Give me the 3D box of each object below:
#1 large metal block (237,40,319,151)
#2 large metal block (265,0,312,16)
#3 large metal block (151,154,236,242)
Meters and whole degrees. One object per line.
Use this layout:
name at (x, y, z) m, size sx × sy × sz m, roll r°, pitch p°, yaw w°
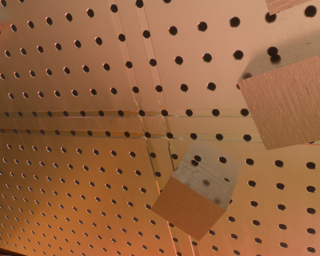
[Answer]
large metal block at (0.134, -0.031, 0.305) m, size 0.080 × 0.050 × 0.080 m, roll -16°, pitch 110°, yaw 34°
large metal block at (0.118, -0.146, 0.242) m, size 0.080 × 0.050 × 0.080 m, roll -12°, pitch 112°, yaw 33°
large metal block at (0.045, 0.097, 0.431) m, size 0.080 × 0.050 × 0.079 m, roll 32°, pitch 128°, yaw 7°
